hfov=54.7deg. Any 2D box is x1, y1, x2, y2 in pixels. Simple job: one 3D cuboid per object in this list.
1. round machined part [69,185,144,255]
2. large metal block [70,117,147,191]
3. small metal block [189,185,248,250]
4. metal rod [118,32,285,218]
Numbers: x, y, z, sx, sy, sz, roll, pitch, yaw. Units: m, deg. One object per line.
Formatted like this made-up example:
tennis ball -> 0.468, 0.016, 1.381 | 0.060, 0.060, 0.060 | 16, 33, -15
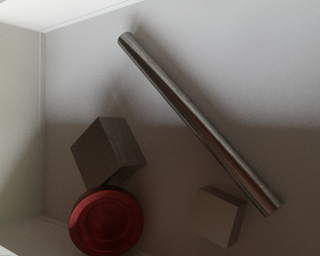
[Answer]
round machined part -> -0.074, 0.126, 0.431 | 0.042, 0.099, 0.097 | -135, 54, -77
large metal block -> -0.077, 0.040, 0.451 | 0.080, 0.050, 0.080 | -42, 65, 31
small metal block -> 0.065, 0.099, 0.352 | 0.050, 0.025, 0.050 | 20, 103, 38
metal rod -> 0.033, -0.022, 0.378 | 0.300, 0.025, 0.025 | 52, 120, 27
